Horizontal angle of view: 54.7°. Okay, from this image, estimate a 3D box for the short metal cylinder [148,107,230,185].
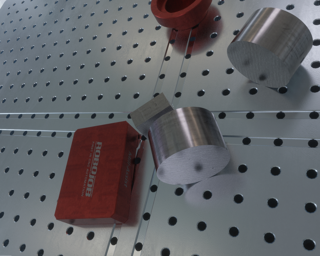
[{"bbox_3d":[0.031,0.021,0.344,0.080,0.080,0.050,-24,53,13],"label":"short metal cylinder"}]

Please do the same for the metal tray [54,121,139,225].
[{"bbox_3d":[-0.082,0.059,0.412,0.090,0.030,0.130,-9,58,23],"label":"metal tray"}]

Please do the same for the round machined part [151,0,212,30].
[{"bbox_3d":[0.038,-0.198,0.499,0.098,0.042,0.098,-13,56,21],"label":"round machined part"}]

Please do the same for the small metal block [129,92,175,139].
[{"bbox_3d":[-0.003,-0.011,0.400,0.050,0.050,0.025,-33,52,7],"label":"small metal block"}]

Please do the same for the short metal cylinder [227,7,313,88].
[{"bbox_3d":[0.127,-0.092,0.363,0.080,0.080,0.050,29,78,37],"label":"short metal cylinder"}]
